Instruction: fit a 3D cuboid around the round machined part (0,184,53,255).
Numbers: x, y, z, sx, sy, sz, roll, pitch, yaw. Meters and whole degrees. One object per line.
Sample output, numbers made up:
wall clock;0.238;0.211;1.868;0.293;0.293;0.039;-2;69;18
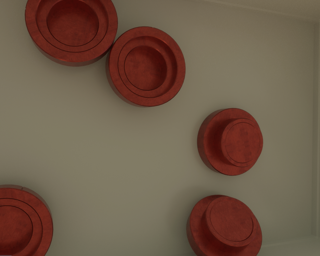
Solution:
round machined part;-0.170;0.110;0.339;0.099;0.042;0.097;0;90;-21

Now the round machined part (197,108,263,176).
round machined part;0.107;0.020;0.443;0.099;0.042;0.097;0;90;-21

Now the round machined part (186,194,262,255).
round machined part;0.087;0.130;0.407;0.099;0.042;0.098;7;46;-7

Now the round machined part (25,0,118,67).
round machined part;-0.101;-0.119;0.360;0.099;0.042;0.097;1;86;-15

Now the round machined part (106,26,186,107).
round machined part;-0.021;-0.075;0.395;0.099;0.042;0.097;0;90;-21
